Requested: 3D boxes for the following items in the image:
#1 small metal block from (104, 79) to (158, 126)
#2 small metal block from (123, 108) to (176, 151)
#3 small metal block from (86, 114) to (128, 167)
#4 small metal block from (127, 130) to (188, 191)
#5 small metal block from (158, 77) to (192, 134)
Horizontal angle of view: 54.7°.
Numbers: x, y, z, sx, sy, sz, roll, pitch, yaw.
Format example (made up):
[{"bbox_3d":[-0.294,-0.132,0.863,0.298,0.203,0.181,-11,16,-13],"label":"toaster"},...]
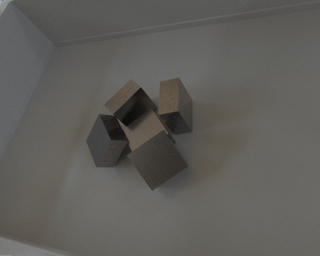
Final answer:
[{"bbox_3d":[-0.039,-0.030,0.424,0.050,0.050,0.025,-45,51,-3],"label":"small metal block"},{"bbox_3d":[-0.016,0.011,0.403,0.050,0.025,0.050,-36,51,4],"label":"small metal block"},{"bbox_3d":[-0.072,0.017,0.414,0.050,0.025,0.050,-58,45,29],"label":"small metal block"},{"bbox_3d":[-0.002,0.037,0.364,0.050,0.025,0.050,-35,88,4],"label":"small metal block"},{"bbox_3d":[0.021,-0.027,0.391,0.025,0.050,0.050,-10,57,21],"label":"small metal block"}]
